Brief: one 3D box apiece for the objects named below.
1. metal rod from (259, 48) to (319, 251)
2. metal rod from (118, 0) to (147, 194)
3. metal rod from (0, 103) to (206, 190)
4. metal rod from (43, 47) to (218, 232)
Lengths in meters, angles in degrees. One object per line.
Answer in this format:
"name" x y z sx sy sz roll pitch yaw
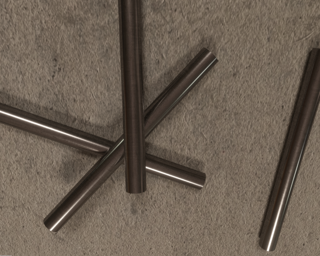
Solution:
"metal rod" 0.183 0.043 0.428 0.025 0.025 0.298 6 110 -3
"metal rod" -0.032 -0.072 0.352 0.025 0.025 0.298 -1 99 0
"metal rod" -0.081 0.025 0.417 0.302 0.025 0.025 20 109 -8
"metal rod" -0.040 0.019 0.392 0.025 0.025 0.300 42 96 -14
